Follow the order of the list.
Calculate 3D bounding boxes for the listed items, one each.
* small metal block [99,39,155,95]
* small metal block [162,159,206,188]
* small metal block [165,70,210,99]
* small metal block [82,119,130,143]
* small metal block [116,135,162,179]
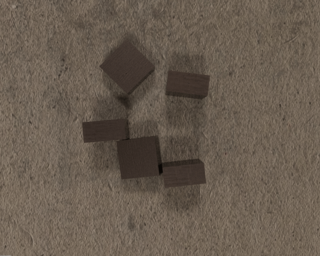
[{"bbox_3d":[-0.042,-0.079,0.409,0.050,0.025,0.050,45,90,-1],"label":"small metal block"},{"bbox_3d":[0.029,0.057,0.398,0.050,0.050,0.025,-6,90,-1],"label":"small metal block"},{"bbox_3d":[0.034,-0.054,0.398,0.050,0.050,0.025,7,90,-1],"label":"small metal block"},{"bbox_3d":[-0.067,0.003,0.397,0.050,0.050,0.025,-5,90,-1],"label":"small metal block"},{"bbox_3d":[-0.026,0.038,0.405,0.050,0.025,0.050,-8,90,11],"label":"small metal block"}]
